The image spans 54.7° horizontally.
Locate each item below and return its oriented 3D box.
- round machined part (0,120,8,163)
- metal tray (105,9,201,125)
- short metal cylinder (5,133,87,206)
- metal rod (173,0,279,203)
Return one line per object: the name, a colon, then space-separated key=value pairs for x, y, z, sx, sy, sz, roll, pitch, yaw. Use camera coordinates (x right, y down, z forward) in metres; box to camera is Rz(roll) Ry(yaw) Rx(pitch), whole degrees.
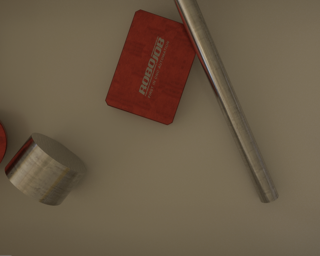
round machined part: x=-0.246 y=0.017 z=0.389 sx=0.099 sy=0.042 sz=0.097 roll=-2 pitch=94 yaw=-23
metal tray: x=-0.008 y=-0.078 z=0.409 sx=0.090 sy=0.030 sz=0.129 roll=19 pitch=90 yaw=-1
short metal cylinder: x=-0.139 y=0.050 z=0.382 sx=0.080 sy=0.080 sz=0.050 roll=38 pitch=90 yaw=-1
metal rod: x=0.083 y=-0.040 z=0.392 sx=0.025 sy=0.025 sz=0.299 roll=-25 pitch=98 yaw=0
